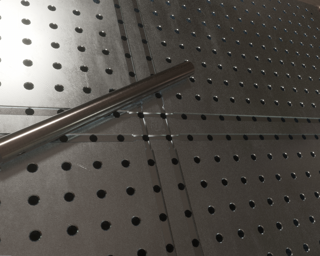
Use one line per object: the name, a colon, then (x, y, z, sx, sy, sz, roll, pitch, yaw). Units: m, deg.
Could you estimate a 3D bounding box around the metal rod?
metal rod: (-0.058, -0.035, 0.399, 0.302, 0.025, 0.025, -30, 79, -38)
